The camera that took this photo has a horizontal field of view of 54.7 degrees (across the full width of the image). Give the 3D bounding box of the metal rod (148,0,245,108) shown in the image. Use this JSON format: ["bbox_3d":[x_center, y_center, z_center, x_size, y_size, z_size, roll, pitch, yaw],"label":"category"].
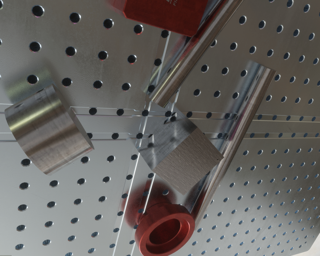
[{"bbox_3d":[0.084,-0.151,0.365,0.025,0.025,0.299,29,102,-38],"label":"metal rod"}]

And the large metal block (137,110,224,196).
[{"bbox_3d":[0.030,0.036,0.436,0.080,0.050,0.080,-44,130,2],"label":"large metal block"}]

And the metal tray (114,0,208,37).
[{"bbox_3d":[0.015,-0.168,0.313,0.091,0.030,0.129,6,116,-31],"label":"metal tray"}]

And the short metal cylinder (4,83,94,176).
[{"bbox_3d":[-0.110,0.001,0.317,0.050,0.080,0.080,-32,129,-8],"label":"short metal cylinder"}]

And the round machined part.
[{"bbox_3d":[0.004,0.161,0.505,0.099,0.042,0.097,-14,125,-21],"label":"round machined part"}]

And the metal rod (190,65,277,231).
[{"bbox_3d":[0.106,0.044,0.498,0.025,0.025,0.298,7,115,-32],"label":"metal rod"}]
